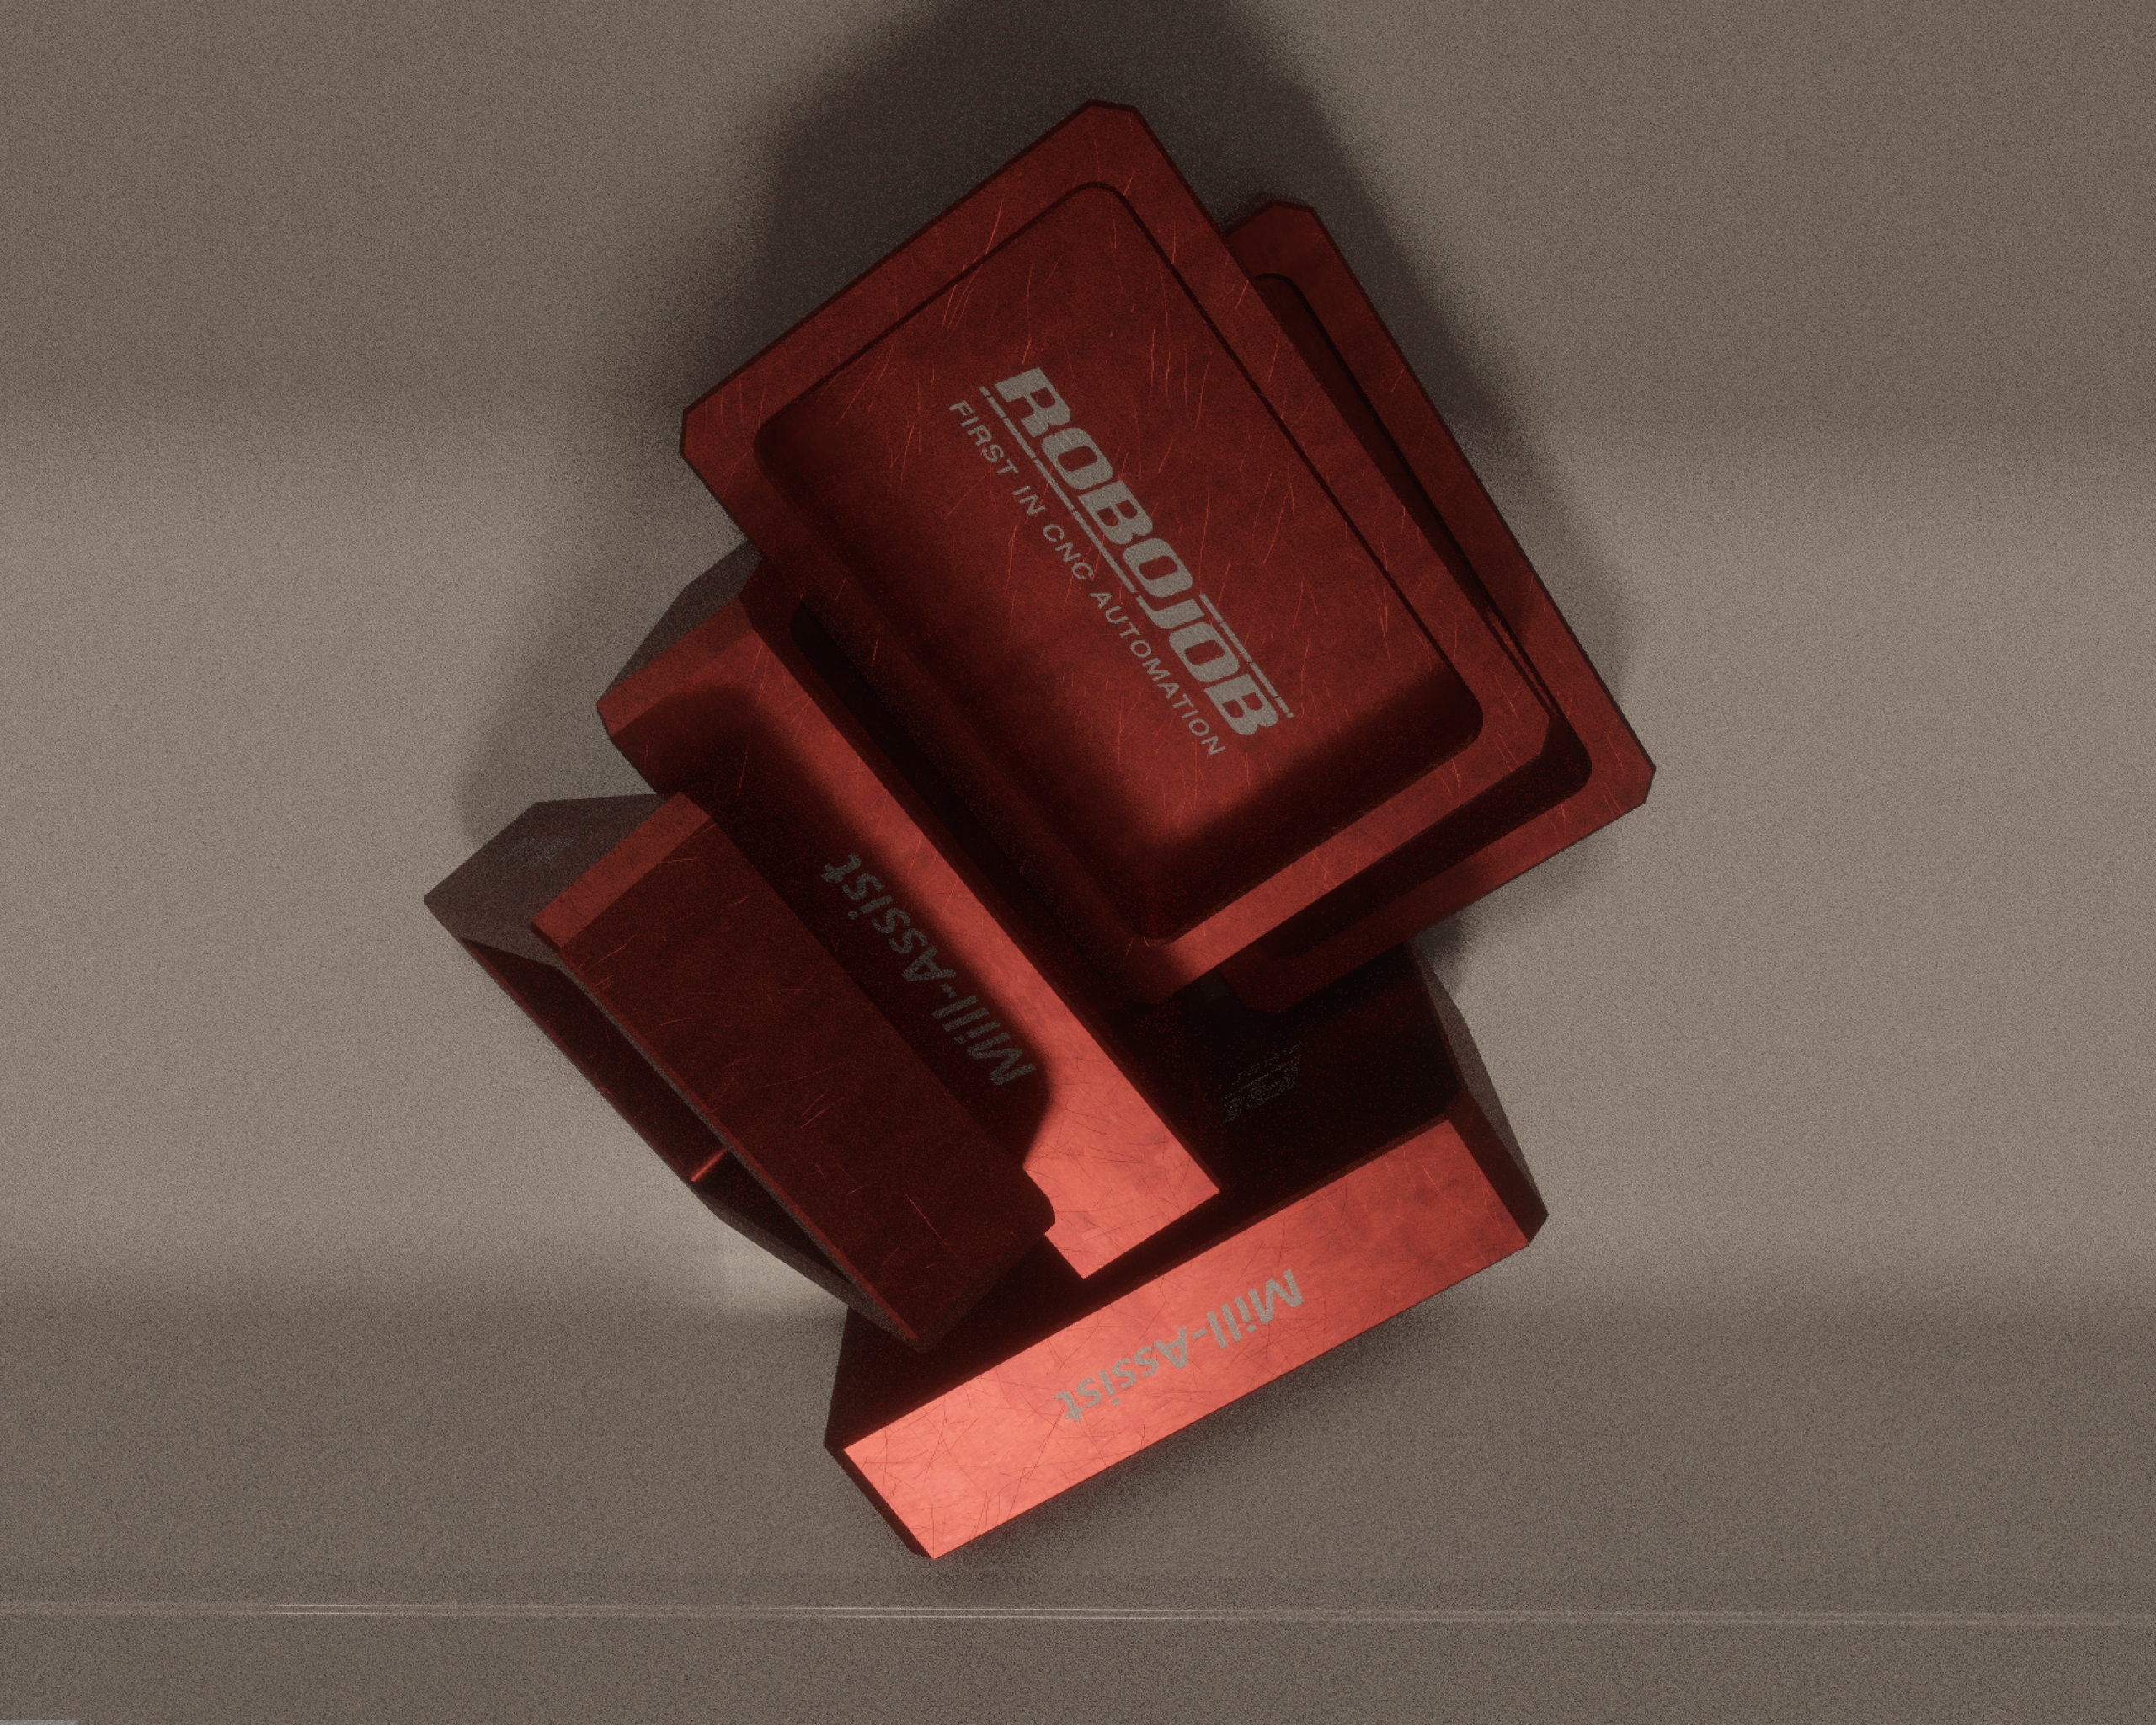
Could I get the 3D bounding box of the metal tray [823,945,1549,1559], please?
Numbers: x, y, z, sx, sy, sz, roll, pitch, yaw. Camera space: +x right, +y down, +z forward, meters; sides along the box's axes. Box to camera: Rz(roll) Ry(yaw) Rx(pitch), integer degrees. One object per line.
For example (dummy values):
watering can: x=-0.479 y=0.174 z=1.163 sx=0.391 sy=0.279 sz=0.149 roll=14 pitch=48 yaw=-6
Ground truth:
metal tray: x=0.017 y=0.068 z=0.400 sx=0.130 sy=0.090 sz=0.030 roll=-31 pitch=108 yaw=10

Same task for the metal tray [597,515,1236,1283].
metal tray: x=-0.024 y=0.002 z=0.374 sx=0.030 sy=0.090 sz=0.130 roll=-35 pitch=107 yaw=12

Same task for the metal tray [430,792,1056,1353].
metal tray: x=-0.065 y=0.032 z=0.366 sx=0.030 sy=0.130 sz=0.090 roll=-44 pitch=107 yaw=-17

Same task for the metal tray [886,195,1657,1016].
metal tray: x=0.036 y=-0.046 z=0.392 sx=0.090 sy=0.030 sz=0.130 roll=-32 pitch=106 yaw=12

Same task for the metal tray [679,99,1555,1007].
metal tray: x=0.008 y=-0.050 z=0.356 sx=0.090 sy=0.030 sz=0.130 roll=-35 pitch=106 yaw=12
